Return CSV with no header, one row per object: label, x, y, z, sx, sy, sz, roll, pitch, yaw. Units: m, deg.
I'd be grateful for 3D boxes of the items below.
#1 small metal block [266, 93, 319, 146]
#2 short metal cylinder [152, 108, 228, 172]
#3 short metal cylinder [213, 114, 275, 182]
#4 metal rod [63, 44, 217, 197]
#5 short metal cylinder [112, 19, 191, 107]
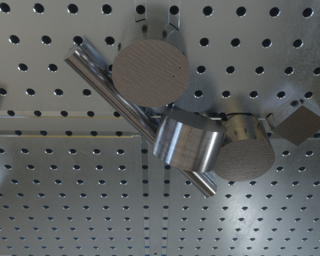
small metal block,0.179,-0.010,0.405,0.050,0.025,0.050,27,125,-21
short metal cylinder,0.035,0.013,0.378,0.081,0.080,0.050,13,106,-11
short metal cylinder,0.108,0.028,0.420,0.080,0.050,0.079,0,130,0
metal rod,-0.008,0.008,0.418,0.025,0.025,0.300,-29,125,22
short metal cylinder,-0.009,-0.069,0.336,0.081,0.050,0.079,0,130,0
